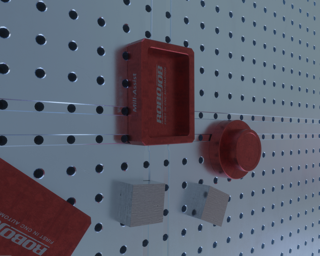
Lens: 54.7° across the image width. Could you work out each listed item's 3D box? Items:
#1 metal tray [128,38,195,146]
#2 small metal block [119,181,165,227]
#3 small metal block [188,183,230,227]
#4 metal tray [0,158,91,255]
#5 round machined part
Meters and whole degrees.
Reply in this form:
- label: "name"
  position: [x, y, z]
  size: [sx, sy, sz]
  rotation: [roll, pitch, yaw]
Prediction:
- label: "metal tray"
  position: [0.004, -0.044, 0.408]
  size: [0.091, 0.030, 0.129]
  rotation: [-1, 91, -40]
- label: "small metal block"
  position: [-0.022, 0.094, 0.391]
  size: [0.050, 0.025, 0.050]
  rotation: [6, 86, -40]
- label: "small metal block"
  position: [0.076, 0.118, 0.473]
  size: [0.050, 0.025, 0.050]
  rotation: [30, 71, -36]
- label: "metal tray"
  position: [-0.140, 0.092, 0.289]
  size: [0.130, 0.030, 0.090]
  rotation: [46, 63, -30]
- label: "round machined part"
  position: [0.129, 0.035, 0.506]
  size: [0.099, 0.042, 0.097]
  rotation: [0, 90, -40]
